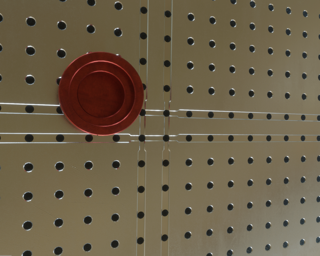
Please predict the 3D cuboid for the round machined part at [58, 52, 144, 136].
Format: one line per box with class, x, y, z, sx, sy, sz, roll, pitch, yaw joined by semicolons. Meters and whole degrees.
round machined part;-0.073;-0.040;0.377;0.099;0.042;0.097;0;90;-21
